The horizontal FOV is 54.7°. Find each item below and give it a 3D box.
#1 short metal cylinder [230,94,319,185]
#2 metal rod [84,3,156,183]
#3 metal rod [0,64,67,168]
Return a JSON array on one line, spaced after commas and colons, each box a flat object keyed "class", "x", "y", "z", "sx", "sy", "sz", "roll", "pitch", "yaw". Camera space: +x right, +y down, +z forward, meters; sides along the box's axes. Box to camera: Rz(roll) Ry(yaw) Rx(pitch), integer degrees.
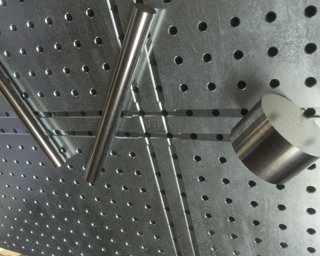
[{"class": "short metal cylinder", "x": 0.121, "y": 0.011, "z": 0.318, "sx": 0.080, "sy": 0.080, "sz": 0.050, "roll": 38, "pitch": 129, "yaw": 2}, {"class": "metal rod", "x": -0.066, "y": -0.024, "z": 0.429, "sx": 0.025, "sy": 0.025, "sz": 0.298, "roll": 31, "pitch": 128, "yaw": 8}, {"class": "metal rod", "x": -0.245, "y": -0.062, "z": 0.498, "sx": 0.025, "sy": 0.025, "sz": 0.299, "roll": -19, "pitch": 109, "yaw": 35}]
